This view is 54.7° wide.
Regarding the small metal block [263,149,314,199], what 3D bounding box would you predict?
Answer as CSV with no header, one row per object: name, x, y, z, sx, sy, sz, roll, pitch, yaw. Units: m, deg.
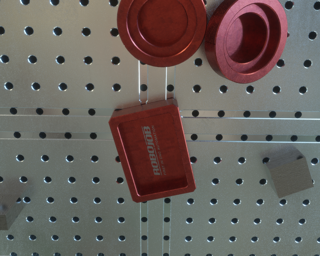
small metal block,0.182,0.065,0.439,0.050,0.025,0.050,-21,109,7

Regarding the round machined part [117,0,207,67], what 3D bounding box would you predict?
round machined part,0.003,-0.123,0.354,0.099,0.042,0.097,2,116,4

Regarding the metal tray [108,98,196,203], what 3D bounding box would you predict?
metal tray,-0.008,0.033,0.422,0.090,0.030,0.129,-12,110,4

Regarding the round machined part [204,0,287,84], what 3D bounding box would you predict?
round machined part,0.093,-0.103,0.354,0.099,0.042,0.097,-11,117,-22

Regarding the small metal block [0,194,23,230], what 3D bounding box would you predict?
small metal block,-0.232,0.119,0.442,0.050,0.050,0.025,2,110,-1
